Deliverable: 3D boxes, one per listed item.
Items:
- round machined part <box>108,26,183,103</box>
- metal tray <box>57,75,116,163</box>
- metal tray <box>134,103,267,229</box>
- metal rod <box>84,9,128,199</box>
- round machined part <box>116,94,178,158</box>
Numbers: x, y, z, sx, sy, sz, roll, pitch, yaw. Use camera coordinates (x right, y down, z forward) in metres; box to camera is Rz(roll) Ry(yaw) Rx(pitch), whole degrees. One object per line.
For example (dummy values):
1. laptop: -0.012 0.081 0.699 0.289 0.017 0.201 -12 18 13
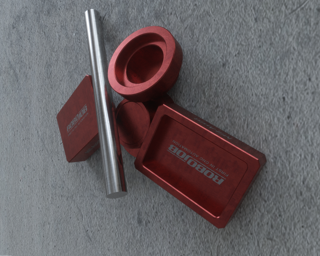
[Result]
1. round machined part: -0.015 -0.076 0.393 0.098 0.042 0.098 -14 61 27
2. metal tray: -0.116 -0.011 0.485 0.129 0.030 0.090 -38 64 42
3. metal tray: 0.041 0.039 0.355 0.130 0.030 0.089 32 110 24
4. metal rod: -0.079 -0.051 0.428 0.025 0.025 0.299 -34 56 35
5. round machined part: -0.025 -0.007 0.417 0.098 0.042 0.097 0 90 40
